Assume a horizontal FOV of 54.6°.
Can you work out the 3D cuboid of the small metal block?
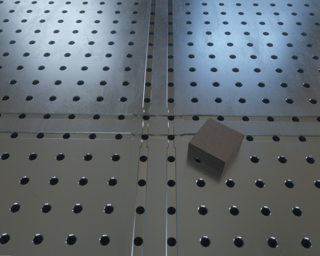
[{"bbox_3d":[0.070,0.021,0.391,0.050,0.025,0.050,29,56,22],"label":"small metal block"}]
